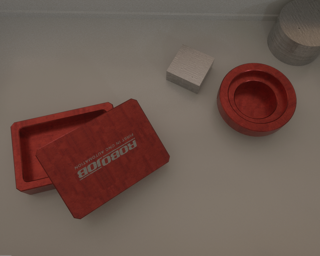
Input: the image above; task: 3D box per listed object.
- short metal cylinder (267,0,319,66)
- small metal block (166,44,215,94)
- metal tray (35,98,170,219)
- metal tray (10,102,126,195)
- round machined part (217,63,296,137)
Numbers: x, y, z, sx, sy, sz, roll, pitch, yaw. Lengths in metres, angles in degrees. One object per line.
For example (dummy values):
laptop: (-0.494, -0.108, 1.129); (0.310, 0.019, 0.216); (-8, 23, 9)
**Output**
short metal cylinder: (0.204, -0.138, 0.449); (0.081, 0.050, 0.080); (0, 70, 0)
small metal block: (0.043, -0.084, 0.441); (0.050, 0.025, 0.050); (27, 72, 9)
metal tray: (-0.065, 0.034, 0.370); (0.131, 0.030, 0.090); (-31, 93, -19)
metal tray: (-0.115, 0.025, 0.396); (0.131, 0.030, 0.090); (-13, 71, -5)
round machined part: (0.125, -0.034, 0.415); (0.099, 0.042, 0.098); (0, 70, -1)
